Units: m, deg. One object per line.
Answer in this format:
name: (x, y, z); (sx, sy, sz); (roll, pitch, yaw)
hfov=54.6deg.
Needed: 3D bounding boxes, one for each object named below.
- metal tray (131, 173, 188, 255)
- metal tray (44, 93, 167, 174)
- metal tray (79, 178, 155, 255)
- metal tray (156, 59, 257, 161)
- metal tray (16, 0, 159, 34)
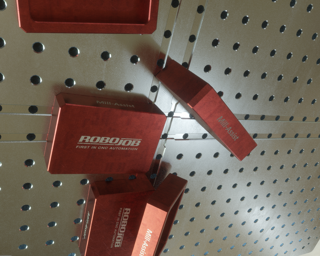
metal tray: (-0.003, 0.141, 0.452); (0.090, 0.030, 0.129); (-37, 146, -64)
metal tray: (-0.065, 0.011, 0.379); (0.131, 0.030, 0.089); (5, 116, -31)
metal tray: (-0.063, 0.137, 0.458); (0.091, 0.030, 0.129); (1, 118, -29)
metal tray: (0.059, -0.021, 0.387); (0.030, 0.090, 0.130); (-45, 129, 3)
metal tray: (-0.064, -0.136, 0.287); (0.131, 0.030, 0.089); (-7, 122, -25)
